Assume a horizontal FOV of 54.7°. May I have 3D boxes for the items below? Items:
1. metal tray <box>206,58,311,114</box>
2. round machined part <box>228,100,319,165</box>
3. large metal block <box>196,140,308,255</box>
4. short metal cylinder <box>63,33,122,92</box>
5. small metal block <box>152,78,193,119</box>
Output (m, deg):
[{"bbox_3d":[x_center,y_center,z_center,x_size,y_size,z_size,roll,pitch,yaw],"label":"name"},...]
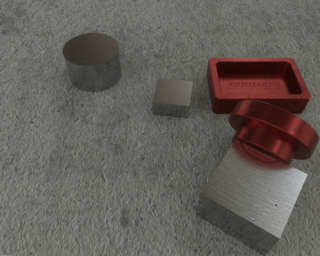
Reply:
[{"bbox_3d":[0.139,-0.064,0.455,0.131,0.030,0.090,0,50,-1],"label":"metal tray"},{"bbox_3d":[0.122,0.012,0.354,0.098,0.098,0.042,27,80,21],"label":"round machined part"},{"bbox_3d":[0.095,0.071,0.328,0.080,0.050,0.080,28,55,21],"label":"large metal block"},{"bbox_3d":[-0.101,-0.100,0.470,0.081,0.050,0.080,0,50,0],"label":"short metal cylinder"},{"bbox_3d":[0.018,-0.043,0.440,0.050,0.025,0.050,7,50,5],"label":"small metal block"}]
